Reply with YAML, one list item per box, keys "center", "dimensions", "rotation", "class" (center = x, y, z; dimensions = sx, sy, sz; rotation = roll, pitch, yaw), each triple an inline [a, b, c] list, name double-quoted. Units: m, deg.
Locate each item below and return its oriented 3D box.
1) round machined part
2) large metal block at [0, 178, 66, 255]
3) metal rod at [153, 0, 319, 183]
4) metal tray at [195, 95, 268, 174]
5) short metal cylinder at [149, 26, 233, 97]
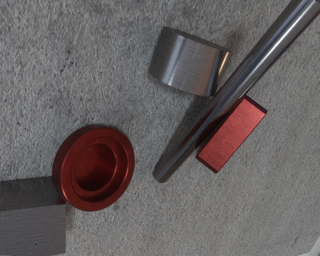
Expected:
- center: [-0.081, 0.044, 0.365]
  dimensions: [0.099, 0.042, 0.097]
  rotation: [-12, 107, -43]
  class: "round machined part"
- center: [-0.155, 0.108, 0.367]
  dimensions: [0.081, 0.050, 0.079]
  rotation: [-2, 120, -20]
  class: "large metal block"
- center: [0.063, -0.018, 0.351]
  dimensions: [0.025, 0.025, 0.298]
  rotation: [2, 143, -30]
  class: "metal rod"
- center: [0.089, 0.004, 0.402]
  dimensions: [0.030, 0.130, 0.090]
  rotation: [38, 99, 5]
  class: "metal tray"
- center: [0.033, -0.075, 0.345]
  dimensions: [0.081, 0.080, 0.050]
  rotation: [7, 115, -32]
  class: "short metal cylinder"
